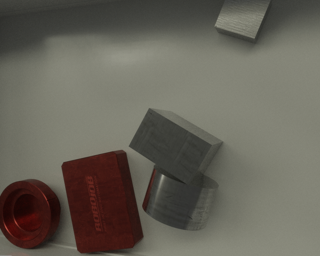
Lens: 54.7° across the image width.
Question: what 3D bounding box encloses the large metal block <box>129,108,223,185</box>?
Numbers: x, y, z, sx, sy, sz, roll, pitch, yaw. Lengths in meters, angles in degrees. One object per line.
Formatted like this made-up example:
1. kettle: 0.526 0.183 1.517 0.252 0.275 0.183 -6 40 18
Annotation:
1. large metal block: 0.023 0.019 0.373 0.080 0.080 0.050 31 100 17

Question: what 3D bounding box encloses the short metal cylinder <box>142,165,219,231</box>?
1. short metal cylinder: 0.024 0.080 0.372 0.080 0.080 0.050 18 96 19

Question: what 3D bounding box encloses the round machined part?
1. round machined part: -0.191 0.125 0.467 0.098 0.042 0.097 0 90 19

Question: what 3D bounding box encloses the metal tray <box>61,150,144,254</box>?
1. metal tray: -0.082 0.103 0.435 0.090 0.030 0.129 -14 86 19

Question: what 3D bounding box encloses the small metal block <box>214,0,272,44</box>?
1. small metal block: 0.101 -0.136 0.375 0.050 0.025 0.050 24 98 18
